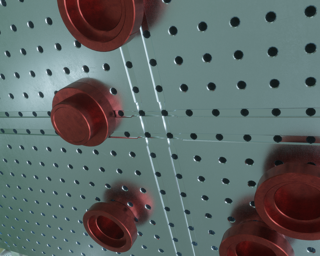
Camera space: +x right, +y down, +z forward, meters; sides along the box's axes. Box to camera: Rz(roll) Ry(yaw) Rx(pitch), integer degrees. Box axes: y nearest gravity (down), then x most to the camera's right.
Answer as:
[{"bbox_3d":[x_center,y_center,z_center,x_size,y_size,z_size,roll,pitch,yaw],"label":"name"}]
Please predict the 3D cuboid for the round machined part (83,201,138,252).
[{"bbox_3d":[-0.082,0.168,0.545,0.098,0.042,0.097,13,124,20],"label":"round machined part"}]

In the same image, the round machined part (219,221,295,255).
[{"bbox_3d":[0.136,0.170,0.433,0.098,0.042,0.097,13,124,20],"label":"round machined part"}]

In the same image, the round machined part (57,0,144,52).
[{"bbox_3d":[-0.061,-0.139,0.345,0.098,0.042,0.097,13,124,20],"label":"round machined part"}]

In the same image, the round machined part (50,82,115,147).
[{"bbox_3d":[-0.119,-0.013,0.452,0.098,0.042,0.097,13,124,20],"label":"round machined part"}]

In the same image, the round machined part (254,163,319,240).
[{"bbox_3d":[0.165,0.080,0.363,0.098,0.042,0.097,13,124,20],"label":"round machined part"}]
